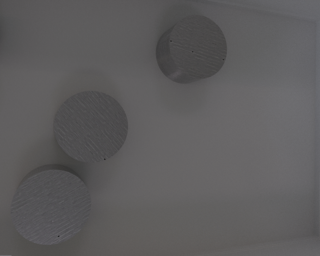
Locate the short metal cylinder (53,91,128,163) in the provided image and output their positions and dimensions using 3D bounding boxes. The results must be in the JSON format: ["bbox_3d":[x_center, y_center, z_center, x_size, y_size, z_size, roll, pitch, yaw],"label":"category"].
[{"bbox_3d":[-0.083,-0.002,0.366,0.081,0.050,0.080,0,90,-20],"label":"short metal cylinder"}]

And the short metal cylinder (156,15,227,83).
[{"bbox_3d":[0.041,-0.102,0.412,0.081,0.050,0.080,0,90,-20],"label":"short metal cylinder"}]

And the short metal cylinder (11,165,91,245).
[{"bbox_3d":[-0.123,0.084,0.352,0.081,0.050,0.080,0,90,-20],"label":"short metal cylinder"}]
